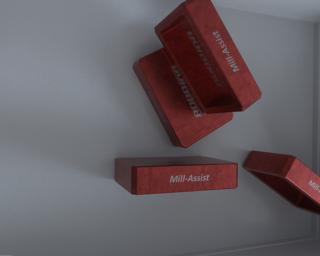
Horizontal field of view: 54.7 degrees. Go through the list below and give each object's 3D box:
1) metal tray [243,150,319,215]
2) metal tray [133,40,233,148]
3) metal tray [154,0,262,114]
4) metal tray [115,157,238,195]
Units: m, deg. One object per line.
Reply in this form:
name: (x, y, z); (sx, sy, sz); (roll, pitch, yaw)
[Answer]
metal tray: (0.197, 0.083, 0.450); (0.130, 0.090, 0.030); (36, 79, -17)
metal tray: (0.033, -0.049, 0.421); (0.091, 0.030, 0.129); (-31, 100, -18)
metal tray: (0.053, -0.079, 0.363); (0.030, 0.090, 0.130); (-36, 102, -17)
metal tray: (0.017, 0.055, 0.383); (0.131, 0.090, 0.030); (1, 90, -20)
